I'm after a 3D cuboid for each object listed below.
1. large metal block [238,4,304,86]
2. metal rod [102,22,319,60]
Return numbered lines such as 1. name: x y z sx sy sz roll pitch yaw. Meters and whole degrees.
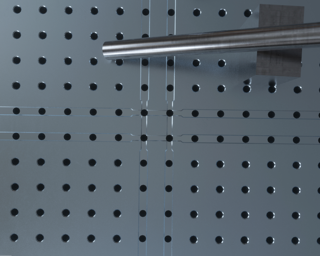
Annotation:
1. large metal block: 0.135 -0.098 0.387 0.050 0.080 0.080 3 90 0
2. metal rod: 0.067 -0.097 0.352 0.301 0.025 0.025 3 90 25
